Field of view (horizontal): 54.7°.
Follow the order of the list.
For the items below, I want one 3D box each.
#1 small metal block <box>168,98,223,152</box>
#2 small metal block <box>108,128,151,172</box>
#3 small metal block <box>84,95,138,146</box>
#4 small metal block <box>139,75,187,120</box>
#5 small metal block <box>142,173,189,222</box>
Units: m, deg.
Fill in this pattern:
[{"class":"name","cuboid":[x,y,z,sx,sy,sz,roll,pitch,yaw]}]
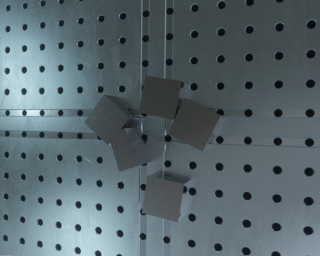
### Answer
[{"class":"small metal block","cuboid":[0.046,-0.004,0.396,0.050,0.025,0.050,28,99,17]},{"class":"small metal block","cuboid":[-0.039,0.028,0.412,0.025,0.050,0.050,-20,84,19]},{"class":"small metal block","cuboid":[-0.069,-0.011,0.436,0.050,0.025,0.050,42,103,15]},{"class":"small metal block","cuboid":[0.004,-0.040,0.410,0.050,0.025,0.050,12,94,19]},{"class":"small metal block","cuboid":[0.008,0.091,0.409,0.050,0.025,0.050,9,93,19]}]
